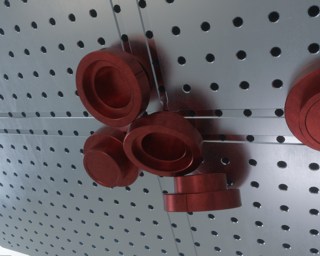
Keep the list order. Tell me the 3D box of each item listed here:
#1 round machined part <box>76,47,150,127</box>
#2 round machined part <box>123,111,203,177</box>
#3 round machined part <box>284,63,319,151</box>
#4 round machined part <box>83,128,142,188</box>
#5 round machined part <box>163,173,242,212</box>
[{"bbox_3d":[-0.055,-0.054,0.394,0.098,0.042,0.097,14,121,24],"label":"round machined part"},{"bbox_3d":[0.007,0.017,0.395,0.098,0.042,0.097,8,137,8],"label":"round machined part"},{"bbox_3d":[0.173,-0.015,0.300,0.098,0.042,0.097,13,124,21],"label":"round machined part"},{"bbox_3d":[-0.077,0.052,0.474,0.098,0.042,0.097,13,124,21],"label":"round machined part"},{"bbox_3d":[0.053,0.081,0.399,0.098,0.098,0.042,-11,77,33],"label":"round machined part"}]
